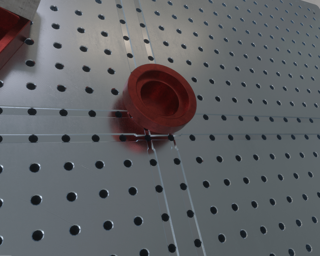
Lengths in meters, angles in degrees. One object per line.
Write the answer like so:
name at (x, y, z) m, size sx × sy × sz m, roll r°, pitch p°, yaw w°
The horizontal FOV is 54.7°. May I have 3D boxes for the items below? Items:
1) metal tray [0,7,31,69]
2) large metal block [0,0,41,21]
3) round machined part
metal tray at (-0.232, -0.124, 0.355) m, size 0.131 × 0.030 × 0.090 m, roll 27°, pitch 52°, yaw -12°
large metal block at (-0.184, -0.178, 0.371) m, size 0.080 × 0.050 × 0.080 m, roll 20°, pitch 21°, yaw -30°
round machined part at (-0.004, -0.035, 0.416) m, size 0.099 × 0.042 × 0.098 m, roll 14°, pitch 56°, yaw -21°
